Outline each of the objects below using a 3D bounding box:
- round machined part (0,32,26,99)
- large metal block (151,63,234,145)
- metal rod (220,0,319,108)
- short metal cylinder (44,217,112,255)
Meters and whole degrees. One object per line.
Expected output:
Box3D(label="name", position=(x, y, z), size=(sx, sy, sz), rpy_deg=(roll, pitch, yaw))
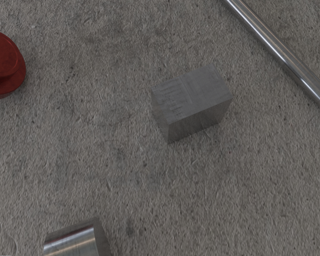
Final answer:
Box3D(label="round machined part", position=(-0.222, -0.089, 0.400), size=(0.098, 0.042, 0.098), rpy_deg=(25, 53, -39))
Box3D(label="large metal block", position=(0.036, -0.027, 0.389), size=(0.080, 0.080, 0.050), rpy_deg=(-23, 72, -8))
Box3D(label="metal rod", position=(0.166, -0.123, 0.454), size=(0.025, 0.025, 0.299), rpy_deg=(-32, 73, -11))
Box3D(label="short metal cylinder", position=(-0.081, 0.141, 0.327), size=(0.050, 0.080, 0.080), rpy_deg=(-19, 71, -7))
